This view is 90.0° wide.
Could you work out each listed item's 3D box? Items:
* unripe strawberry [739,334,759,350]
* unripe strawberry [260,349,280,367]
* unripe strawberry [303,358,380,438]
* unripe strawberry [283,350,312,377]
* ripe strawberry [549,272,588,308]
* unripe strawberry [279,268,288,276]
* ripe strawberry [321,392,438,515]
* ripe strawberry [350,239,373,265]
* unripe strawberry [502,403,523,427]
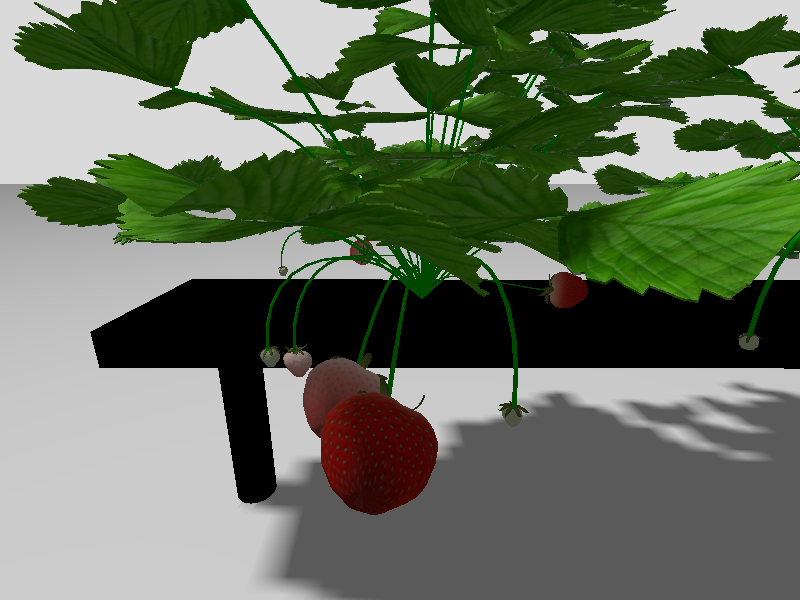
[{"bbox_3d":[0.224,0.027,0.257,0.010,0.010,0.011,-8,20,-23],"label":"unripe strawberry"},{"bbox_3d":[-0.076,0.034,0.233,0.011,0.011,0.010,12,22,33],"label":"unripe strawberry"},{"bbox_3d":[-0.025,0.044,0.172,0.038,0.032,0.038,4,25,12],"label":"unripe strawberry"},{"bbox_3d":[-0.057,0.036,0.225,0.016,0.016,0.014,9,20,26],"label":"unripe strawberry"},{"bbox_3d":[0.141,-0.008,0.335,0.030,0.032,0.028,5,19,12],"label":"ripe strawberry"},{"bbox_3d":[-0.123,-0.030,0.423,0.010,0.010,0.009,8,19,22],"label":"unripe strawberry"},{"bbox_3d":[-0.008,0.053,0.138,0.042,0.036,0.042,2,19,7],"label":"ripe strawberry"},{"bbox_3d":[-0.049,-0.060,0.503,0.030,0.032,0.033,-8,19,-24],"label":"ripe strawberry"},{"bbox_3d":[0.049,0.051,0.176,0.009,0.010,0.010,-3,18,-8],"label":"unripe strawberry"}]
